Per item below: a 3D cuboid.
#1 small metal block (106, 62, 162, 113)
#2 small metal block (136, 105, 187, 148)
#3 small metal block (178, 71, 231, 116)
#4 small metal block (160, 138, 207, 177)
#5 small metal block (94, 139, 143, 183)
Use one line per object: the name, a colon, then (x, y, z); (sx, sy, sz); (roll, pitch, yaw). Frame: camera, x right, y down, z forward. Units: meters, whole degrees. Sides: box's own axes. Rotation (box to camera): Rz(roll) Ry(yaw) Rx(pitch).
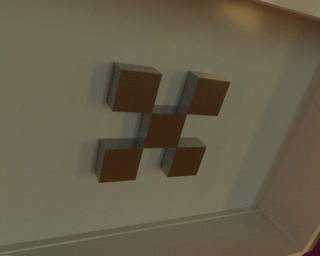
small metal block: (-0.031, -0.046, 0.361); (0.050, 0.025, 0.050); (1, 118, -29)
small metal block: (0.002, -0.002, 0.405); (0.050, 0.025, 0.050); (0, 118, -29)
small metal block: (0.058, -0.045, 0.409); (0.050, 0.025, 0.050); (2, 117, -30)
small metal block: (0.033, 0.042, 0.450); (0.050, 0.025, 0.050); (1, 118, -29)
small metal block: (-0.054, 0.042, 0.402); (0.050, 0.025, 0.050); (1, 118, -29)
